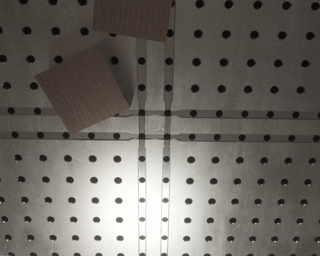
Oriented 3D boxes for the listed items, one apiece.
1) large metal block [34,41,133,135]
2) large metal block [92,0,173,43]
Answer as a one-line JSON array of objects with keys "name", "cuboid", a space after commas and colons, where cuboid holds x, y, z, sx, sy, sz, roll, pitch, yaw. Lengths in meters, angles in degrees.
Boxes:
[{"name": "large metal block", "cuboid": [-0.089, -0.050, 0.381, 0.080, 0.050, 0.080, -24, 109, 8]}, {"name": "large metal block", "cuboid": [-0.027, -0.145, 0.346, 0.081, 0.050, 0.079, 9, 110, -4]}]
